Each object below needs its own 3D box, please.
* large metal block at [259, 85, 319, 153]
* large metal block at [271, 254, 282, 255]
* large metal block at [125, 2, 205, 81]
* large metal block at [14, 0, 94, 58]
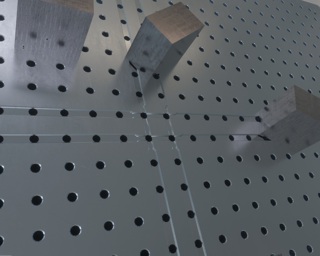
[{"bbox_3d":[0.218,-0.012,0.497,0.080,0.080,0.050,23,53,-14],"label":"large metal block"},{"bbox_3d":[0.103,0.190,0.331,0.081,0.050,0.080,-5,64,-30],"label":"large metal block"},{"bbox_3d":[0.006,-0.127,0.453,0.050,0.080,0.080,47,51,4],"label":"large metal block"},{"bbox_3d":[-0.133,-0.140,0.387,0.081,0.080,0.050,6,59,-25],"label":"large metal block"}]
